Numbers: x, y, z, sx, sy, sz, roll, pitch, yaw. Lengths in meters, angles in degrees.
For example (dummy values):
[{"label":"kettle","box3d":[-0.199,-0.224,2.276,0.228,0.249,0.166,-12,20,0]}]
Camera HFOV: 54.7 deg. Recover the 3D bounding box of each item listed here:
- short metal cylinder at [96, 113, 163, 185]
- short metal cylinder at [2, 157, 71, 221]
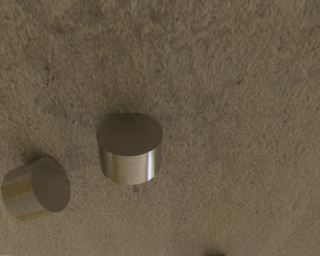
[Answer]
[{"label":"short metal cylinder","box3d":[-0.038,0.025,0.392,0.081,0.080,0.050,2,130,-2]},{"label":"short metal cylinder","box3d":[-0.174,0.087,0.443,0.050,0.080,0.080,-20,128,16]}]
